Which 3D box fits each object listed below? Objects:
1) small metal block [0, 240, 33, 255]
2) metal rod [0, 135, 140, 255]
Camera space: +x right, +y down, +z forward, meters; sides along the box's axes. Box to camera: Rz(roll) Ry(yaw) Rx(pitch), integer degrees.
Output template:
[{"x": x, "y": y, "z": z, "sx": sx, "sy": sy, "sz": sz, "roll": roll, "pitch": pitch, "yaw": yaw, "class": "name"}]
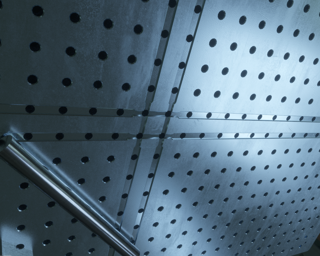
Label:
[{"x": -0.207, "y": 0.184, "z": 0.413, "sx": 0.050, "sy": 0.025, "sz": 0.050, "roll": -43, "pitch": 130, "yaw": 1, "class": "small metal block"}, {"x": -0.106, "y": 0.115, "z": 0.425, "sx": 0.025, "sy": 0.025, "sz": 0.299, "roll": -36, "pitch": 130, "yaw": -5, "class": "metal rod"}]
